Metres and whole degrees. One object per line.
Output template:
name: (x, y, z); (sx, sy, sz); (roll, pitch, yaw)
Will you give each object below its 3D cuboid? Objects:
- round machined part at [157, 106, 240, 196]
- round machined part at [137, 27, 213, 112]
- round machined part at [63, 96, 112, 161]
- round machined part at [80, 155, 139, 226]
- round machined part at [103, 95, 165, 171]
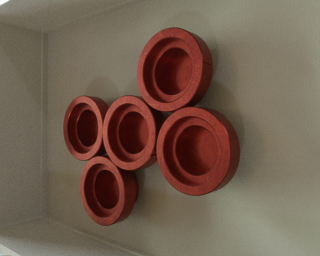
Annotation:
round machined part: (0.047, 0.025, 0.354); (0.098, 0.042, 0.097); (0, 90, 40)
round machined part: (0.022, -0.067, 0.375); (0.098, 0.042, 0.097); (0, 90, 40)
round machined part: (-0.103, 0.000, 0.478); (0.098, 0.042, 0.097); (0, 90, 40)
round machined part: (-0.070, 0.088, 0.449); (0.098, 0.042, 0.097); (0, 90, 40)
round machined part: (-0.029, 0.006, 0.415); (0.098, 0.042, 0.097); (0, 90, 40)
